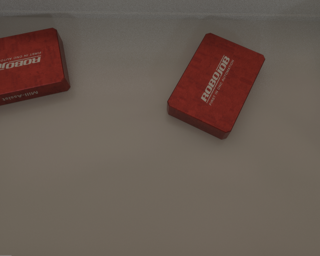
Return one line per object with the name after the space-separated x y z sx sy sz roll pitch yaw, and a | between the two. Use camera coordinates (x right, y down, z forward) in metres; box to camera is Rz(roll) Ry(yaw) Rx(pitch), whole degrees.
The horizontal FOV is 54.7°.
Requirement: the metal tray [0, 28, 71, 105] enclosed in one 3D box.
-0.201 -0.085 0.436 0.131 0.030 0.090 -13 71 -5 | metal tray

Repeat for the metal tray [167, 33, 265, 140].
0.078 -0.060 0.429 0.090 0.030 0.130 26 72 9 | metal tray
